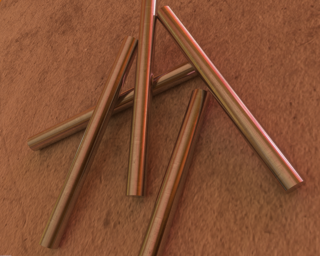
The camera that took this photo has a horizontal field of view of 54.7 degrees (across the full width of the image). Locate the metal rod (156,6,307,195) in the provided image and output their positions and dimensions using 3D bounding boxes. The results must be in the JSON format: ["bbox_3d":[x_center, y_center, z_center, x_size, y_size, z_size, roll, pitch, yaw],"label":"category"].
[{"bbox_3d":[0.069,-0.055,0.376,0.025,0.025,0.299,-33,59,7],"label":"metal rod"}]

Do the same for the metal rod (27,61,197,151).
[{"bbox_3d":[-0.067,-0.034,0.457,0.301,0.025,0.025,-24,53,13],"label":"metal rod"}]

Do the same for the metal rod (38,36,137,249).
[{"bbox_3d":[-0.090,0.009,0.420,0.025,0.025,0.299,11,74,32],"label":"metal rod"}]

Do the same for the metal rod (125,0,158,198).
[{"bbox_3d":[-0.022,-0.059,0.419,0.025,0.025,0.299,-6,68,24],"label":"metal rod"}]

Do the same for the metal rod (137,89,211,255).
[{"bbox_3d":[0.006,0.087,0.345,0.025,0.025,0.300,6,65,30],"label":"metal rod"}]
